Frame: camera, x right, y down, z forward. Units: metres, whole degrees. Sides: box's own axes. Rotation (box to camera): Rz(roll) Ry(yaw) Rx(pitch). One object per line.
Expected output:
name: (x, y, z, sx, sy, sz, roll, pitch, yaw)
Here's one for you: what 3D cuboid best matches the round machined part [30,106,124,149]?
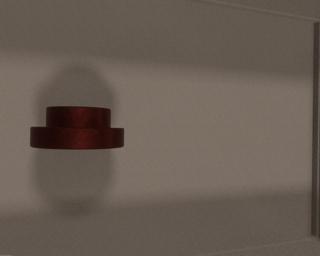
round machined part: (-0.089, -0.001, 0.339, 0.099, 0.098, 0.042, 1, 90, -20)
